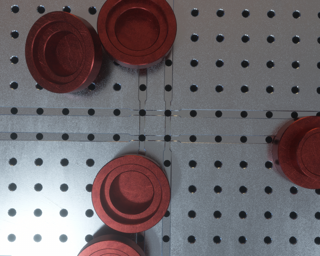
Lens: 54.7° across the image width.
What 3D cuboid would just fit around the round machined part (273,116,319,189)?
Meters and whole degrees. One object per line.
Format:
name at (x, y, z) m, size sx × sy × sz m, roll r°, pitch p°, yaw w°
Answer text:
round machined part at (0.205, 0.033, 0.408) m, size 0.099 × 0.042 × 0.097 m, roll 0°, pitch 90°, yaw -1°

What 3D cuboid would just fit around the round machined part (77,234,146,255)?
round machined part at (-0.063, 0.187, 0.404) m, size 0.099 × 0.042 × 0.097 m, roll 0°, pitch 90°, yaw -1°

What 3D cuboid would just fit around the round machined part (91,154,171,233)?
round machined part at (-0.036, 0.082, 0.405) m, size 0.099 × 0.042 × 0.097 m, roll 0°, pitch 90°, yaw -1°

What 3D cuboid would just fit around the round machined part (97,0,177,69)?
round machined part at (-0.029, -0.125, 0.402) m, size 0.099 × 0.042 × 0.097 m, roll 0°, pitch 87°, yaw -4°

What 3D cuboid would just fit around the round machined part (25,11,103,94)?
round machined part at (-0.116, -0.093, 0.393) m, size 0.098 × 0.042 × 0.097 m, roll 3°, pitch 99°, yaw 18°
